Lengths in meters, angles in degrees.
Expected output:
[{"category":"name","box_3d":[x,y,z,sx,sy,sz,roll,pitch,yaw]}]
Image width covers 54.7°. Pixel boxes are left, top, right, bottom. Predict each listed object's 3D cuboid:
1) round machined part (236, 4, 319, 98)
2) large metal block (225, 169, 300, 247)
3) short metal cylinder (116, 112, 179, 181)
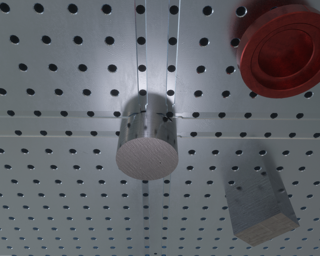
[{"category":"round machined part","box_3d":[0.131,-0.083,0.331,0.099,0.042,0.097,0,130,0]},{"category":"large metal block","box_3d":[0.156,0.125,0.483,0.050,0.080,0.080,36,121,-27]},{"category":"short metal cylinder","box_3d":[-0.016,0.025,0.417,0.081,0.050,0.079,0,130,0]}]
